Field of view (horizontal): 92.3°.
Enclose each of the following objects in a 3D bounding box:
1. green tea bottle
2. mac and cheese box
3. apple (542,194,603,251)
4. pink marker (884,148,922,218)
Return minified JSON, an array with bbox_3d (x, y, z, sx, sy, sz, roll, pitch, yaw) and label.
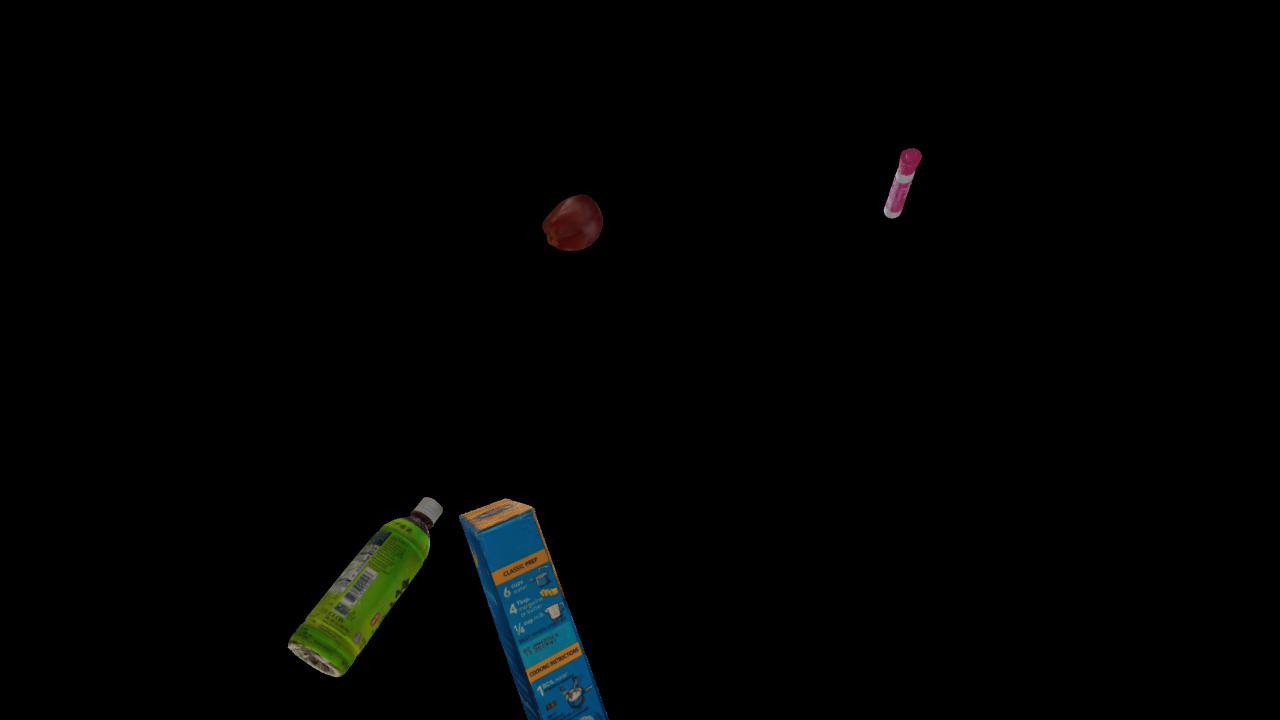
[{"bbox_3d":[-0.304,0.251,0.717,0.073,0.073,0.212,0,40,30],"label":"green tea bottle"},{"bbox_3d":[-0.060,0.180,0.377,0.041,0.184,0.093,-19,0,-22],"label":"mac and cheese box"},{"bbox_3d":[-0.100,-0.207,0.939,0.093,0.079,0.079,-39,19,-26],"label":"apple"},{"bbox_3d":[0.271,-0.181,0.636,0.020,0.020,0.121,0,-13,14],"label":"pink marker"}]
